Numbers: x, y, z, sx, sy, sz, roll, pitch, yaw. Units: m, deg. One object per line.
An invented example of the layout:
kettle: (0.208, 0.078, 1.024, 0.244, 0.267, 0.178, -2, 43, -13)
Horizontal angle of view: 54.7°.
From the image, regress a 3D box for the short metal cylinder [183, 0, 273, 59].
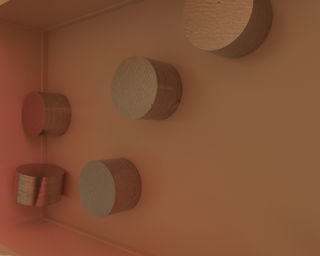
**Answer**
short metal cylinder: (0.072, -0.119, 0.331, 0.080, 0.050, 0.080, 0, 90, 40)

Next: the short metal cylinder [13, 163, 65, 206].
short metal cylinder: (-0.213, 0.098, 0.547, 0.080, 0.081, 0.050, 15, 100, 39)

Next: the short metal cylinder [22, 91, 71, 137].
short metal cylinder: (-0.206, -0.024, 0.561, 0.080, 0.050, 0.080, 0, 90, 40)

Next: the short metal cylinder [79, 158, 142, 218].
short metal cylinder: (-0.073, 0.085, 0.451, 0.080, 0.050, 0.080, 0, 90, 40)

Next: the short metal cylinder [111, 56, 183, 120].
short metal cylinder: (-0.018, -0.050, 0.405, 0.080, 0.050, 0.080, 0, 90, 40)
